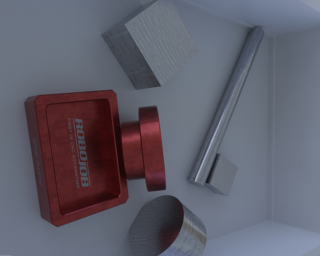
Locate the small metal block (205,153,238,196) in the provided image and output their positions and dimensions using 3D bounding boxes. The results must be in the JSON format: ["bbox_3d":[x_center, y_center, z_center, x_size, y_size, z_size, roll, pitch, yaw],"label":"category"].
[{"bbox_3d":[0.092,0.073,0.486,0.050,0.025,0.050,37,67,-34],"label":"small metal block"}]

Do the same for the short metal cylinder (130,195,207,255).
[{"bbox_3d":[0.010,0.131,0.381,0.050,0.080,0.080,47,62,-30],"label":"short metal cylinder"}]

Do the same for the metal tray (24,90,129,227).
[{"bbox_3d":[-0.086,0.027,0.332,0.091,0.030,0.129,-11,97,-40],"label":"metal tray"}]

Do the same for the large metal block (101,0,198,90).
[{"bbox_3d":[-0.010,-0.105,0.383,0.080,0.050,0.080,-47,119,-30],"label":"large metal block"}]

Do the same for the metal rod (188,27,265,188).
[{"bbox_3d":[0.114,-0.045,0.504,0.025,0.025,0.300,40,66,-33],"label":"metal rod"}]

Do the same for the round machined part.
[{"bbox_3d":[-0.020,0.024,0.357,0.042,0.098,0.097,-6,95,-2],"label":"round machined part"}]
